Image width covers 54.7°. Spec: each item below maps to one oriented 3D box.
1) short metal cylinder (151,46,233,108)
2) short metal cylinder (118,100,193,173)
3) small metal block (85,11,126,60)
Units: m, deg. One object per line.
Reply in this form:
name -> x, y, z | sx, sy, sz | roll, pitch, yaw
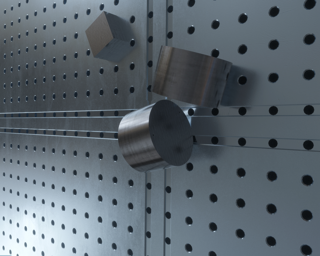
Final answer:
short metal cylinder -> 0.034, -0.057, 0.345 | 0.080, 0.081, 0.050 | 23, 105, 37
short metal cylinder -> -0.004, 0.011, 0.377 | 0.050, 0.081, 0.080 | -18, 79, 38
small metal block -> -0.085, -0.142, 0.480 | 0.050, 0.025, 0.050 | -32, 70, 35
